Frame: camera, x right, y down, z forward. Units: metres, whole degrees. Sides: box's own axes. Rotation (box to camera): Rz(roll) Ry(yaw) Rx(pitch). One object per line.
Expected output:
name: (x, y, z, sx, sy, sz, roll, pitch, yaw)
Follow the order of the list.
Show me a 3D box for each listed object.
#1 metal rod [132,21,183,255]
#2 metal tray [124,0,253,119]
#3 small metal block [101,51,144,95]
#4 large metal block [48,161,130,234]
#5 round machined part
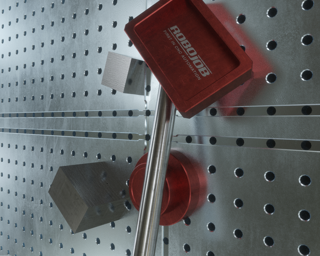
metal rod: (0.001, 0.017, 0.363, 0.025, 0.025, 0.299, 0, 77, 39)
metal tray: (0.030, -0.087, 0.348, 0.090, 0.030, 0.130, -34, 72, 5)
small metal block: (-0.056, -0.081, 0.453, 0.050, 0.025, 0.050, 25, 105, 37)
large metal block: (-0.102, 0.098, 0.455, 0.080, 0.081, 0.050, 44, 116, 31)
round machined part: (-0.002, 0.077, 0.398, 0.098, 0.042, 0.097, 0, 90, 39)
